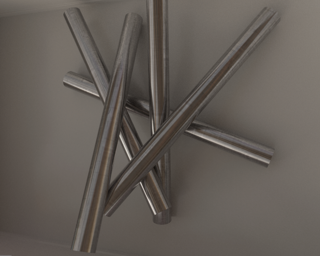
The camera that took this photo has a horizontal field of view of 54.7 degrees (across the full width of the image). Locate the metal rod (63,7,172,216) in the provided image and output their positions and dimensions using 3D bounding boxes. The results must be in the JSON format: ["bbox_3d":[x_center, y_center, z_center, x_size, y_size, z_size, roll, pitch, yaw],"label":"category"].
[{"bbox_3d":[-0.061,-0.032,0.403,0.025,0.025,0.299,-31,75,17],"label":"metal rod"}]

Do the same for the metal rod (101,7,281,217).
[{"bbox_3d":[0.033,-0.020,0.358,0.025,0.025,0.300,40,87,15],"label":"metal rod"}]

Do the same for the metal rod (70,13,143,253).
[{"bbox_3d":[-0.057,-0.013,0.368,0.025,0.025,0.299,0,66,20],"label":"metal rod"}]

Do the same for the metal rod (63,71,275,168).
[{"bbox_3d":[-0.002,-0.018,0.411,0.301,0.025,0.025,22,97,18],"label":"metal rod"}]

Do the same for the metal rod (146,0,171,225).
[{"bbox_3d":[-0.001,-0.024,0.380,0.025,0.025,0.298,3,103,20],"label":"metal rod"}]
